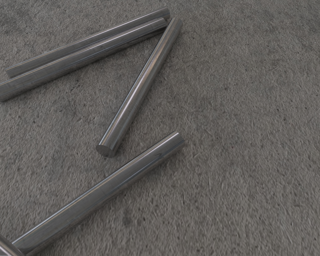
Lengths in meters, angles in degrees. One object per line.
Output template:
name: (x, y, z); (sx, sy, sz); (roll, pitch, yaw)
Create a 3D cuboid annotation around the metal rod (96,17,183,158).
metal rod: (-0.019, -0.080, 0.470); (0.025, 0.025, 0.301); (15, 51, 12)

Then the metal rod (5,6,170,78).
metal rod: (-0.108, -0.148, 0.526); (0.302, 0.025, 0.025); (-30, 57, -23)

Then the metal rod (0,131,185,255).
metal rod: (-0.091, 0.090, 0.326); (0.302, 0.025, 0.025); (-33, 58, -25)

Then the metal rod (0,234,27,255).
metal rod: (-0.096, 0.139, 0.260); (0.301, 0.025, 0.025); (31, 56, 14)

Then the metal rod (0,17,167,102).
metal rod: (-0.114, -0.118, 0.501); (0.302, 0.025, 0.025); (-31, 57, -23)
